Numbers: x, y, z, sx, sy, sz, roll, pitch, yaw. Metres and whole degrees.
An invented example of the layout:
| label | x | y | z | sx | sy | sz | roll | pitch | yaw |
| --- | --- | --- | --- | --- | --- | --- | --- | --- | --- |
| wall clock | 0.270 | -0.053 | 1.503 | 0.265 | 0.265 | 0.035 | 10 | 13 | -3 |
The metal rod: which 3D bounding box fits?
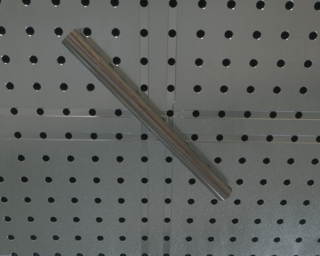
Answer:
| label | x | y | z | sx | sy | sz | roll | pitch | yaw |
| --- | --- | --- | --- | --- | --- | --- | --- | --- | --- |
| metal rod | -0.007 | -0.008 | 0.411 | 0.025 | 0.025 | 0.300 | -41 | 105 | 13 |
